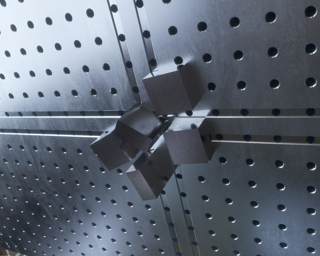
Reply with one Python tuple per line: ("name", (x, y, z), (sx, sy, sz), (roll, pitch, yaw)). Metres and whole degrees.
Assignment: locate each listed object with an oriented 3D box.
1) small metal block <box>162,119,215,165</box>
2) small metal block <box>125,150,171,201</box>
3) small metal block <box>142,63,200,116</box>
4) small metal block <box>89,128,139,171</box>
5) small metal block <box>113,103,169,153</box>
("small metal block", (0.037, 0.019, 0.402), (0.050, 0.025, 0.050), (-7, 115, 31))
("small metal block", (-0.015, 0.067, 0.443), (0.025, 0.050, 0.050), (-18, 109, 35))
("small metal block", (0.014, -0.045, 0.375), (0.050, 0.025, 0.050), (-9, 114, 31))
("small metal block", (-0.069, 0.031, 0.465), (0.050, 0.025, 0.050), (-28, 104, 37))
("small metal block", (-0.024, -0.001, 0.406), (0.050, 0.050, 0.025), (30, 128, 8))
